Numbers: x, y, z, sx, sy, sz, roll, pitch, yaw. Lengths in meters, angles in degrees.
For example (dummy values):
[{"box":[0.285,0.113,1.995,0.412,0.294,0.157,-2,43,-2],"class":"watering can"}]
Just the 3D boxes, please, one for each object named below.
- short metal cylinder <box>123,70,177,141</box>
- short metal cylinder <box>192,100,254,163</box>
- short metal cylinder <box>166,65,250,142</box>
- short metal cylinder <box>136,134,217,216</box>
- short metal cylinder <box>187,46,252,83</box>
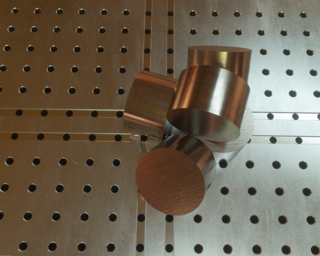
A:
[{"box":[-0.008,-0.029,0.393,0.050,0.080,0.080,18,71,6],"class":"short metal cylinder"},{"box":[0.074,0.001,0.398,0.081,0.050,0.080,0,69,0],"class":"short metal cylinder"},{"box":[0.053,-0.024,0.338,0.080,0.080,0.050,16,71,6],"class":"short metal cylinder"},{"box":[0.020,0.052,0.357,0.080,0.050,0.079,7,108,22],"class":"short metal cylinder"},{"box":[0.076,-0.078,0.404,0.080,0.080,0.050,2,110,1],"class":"short metal cylinder"}]
